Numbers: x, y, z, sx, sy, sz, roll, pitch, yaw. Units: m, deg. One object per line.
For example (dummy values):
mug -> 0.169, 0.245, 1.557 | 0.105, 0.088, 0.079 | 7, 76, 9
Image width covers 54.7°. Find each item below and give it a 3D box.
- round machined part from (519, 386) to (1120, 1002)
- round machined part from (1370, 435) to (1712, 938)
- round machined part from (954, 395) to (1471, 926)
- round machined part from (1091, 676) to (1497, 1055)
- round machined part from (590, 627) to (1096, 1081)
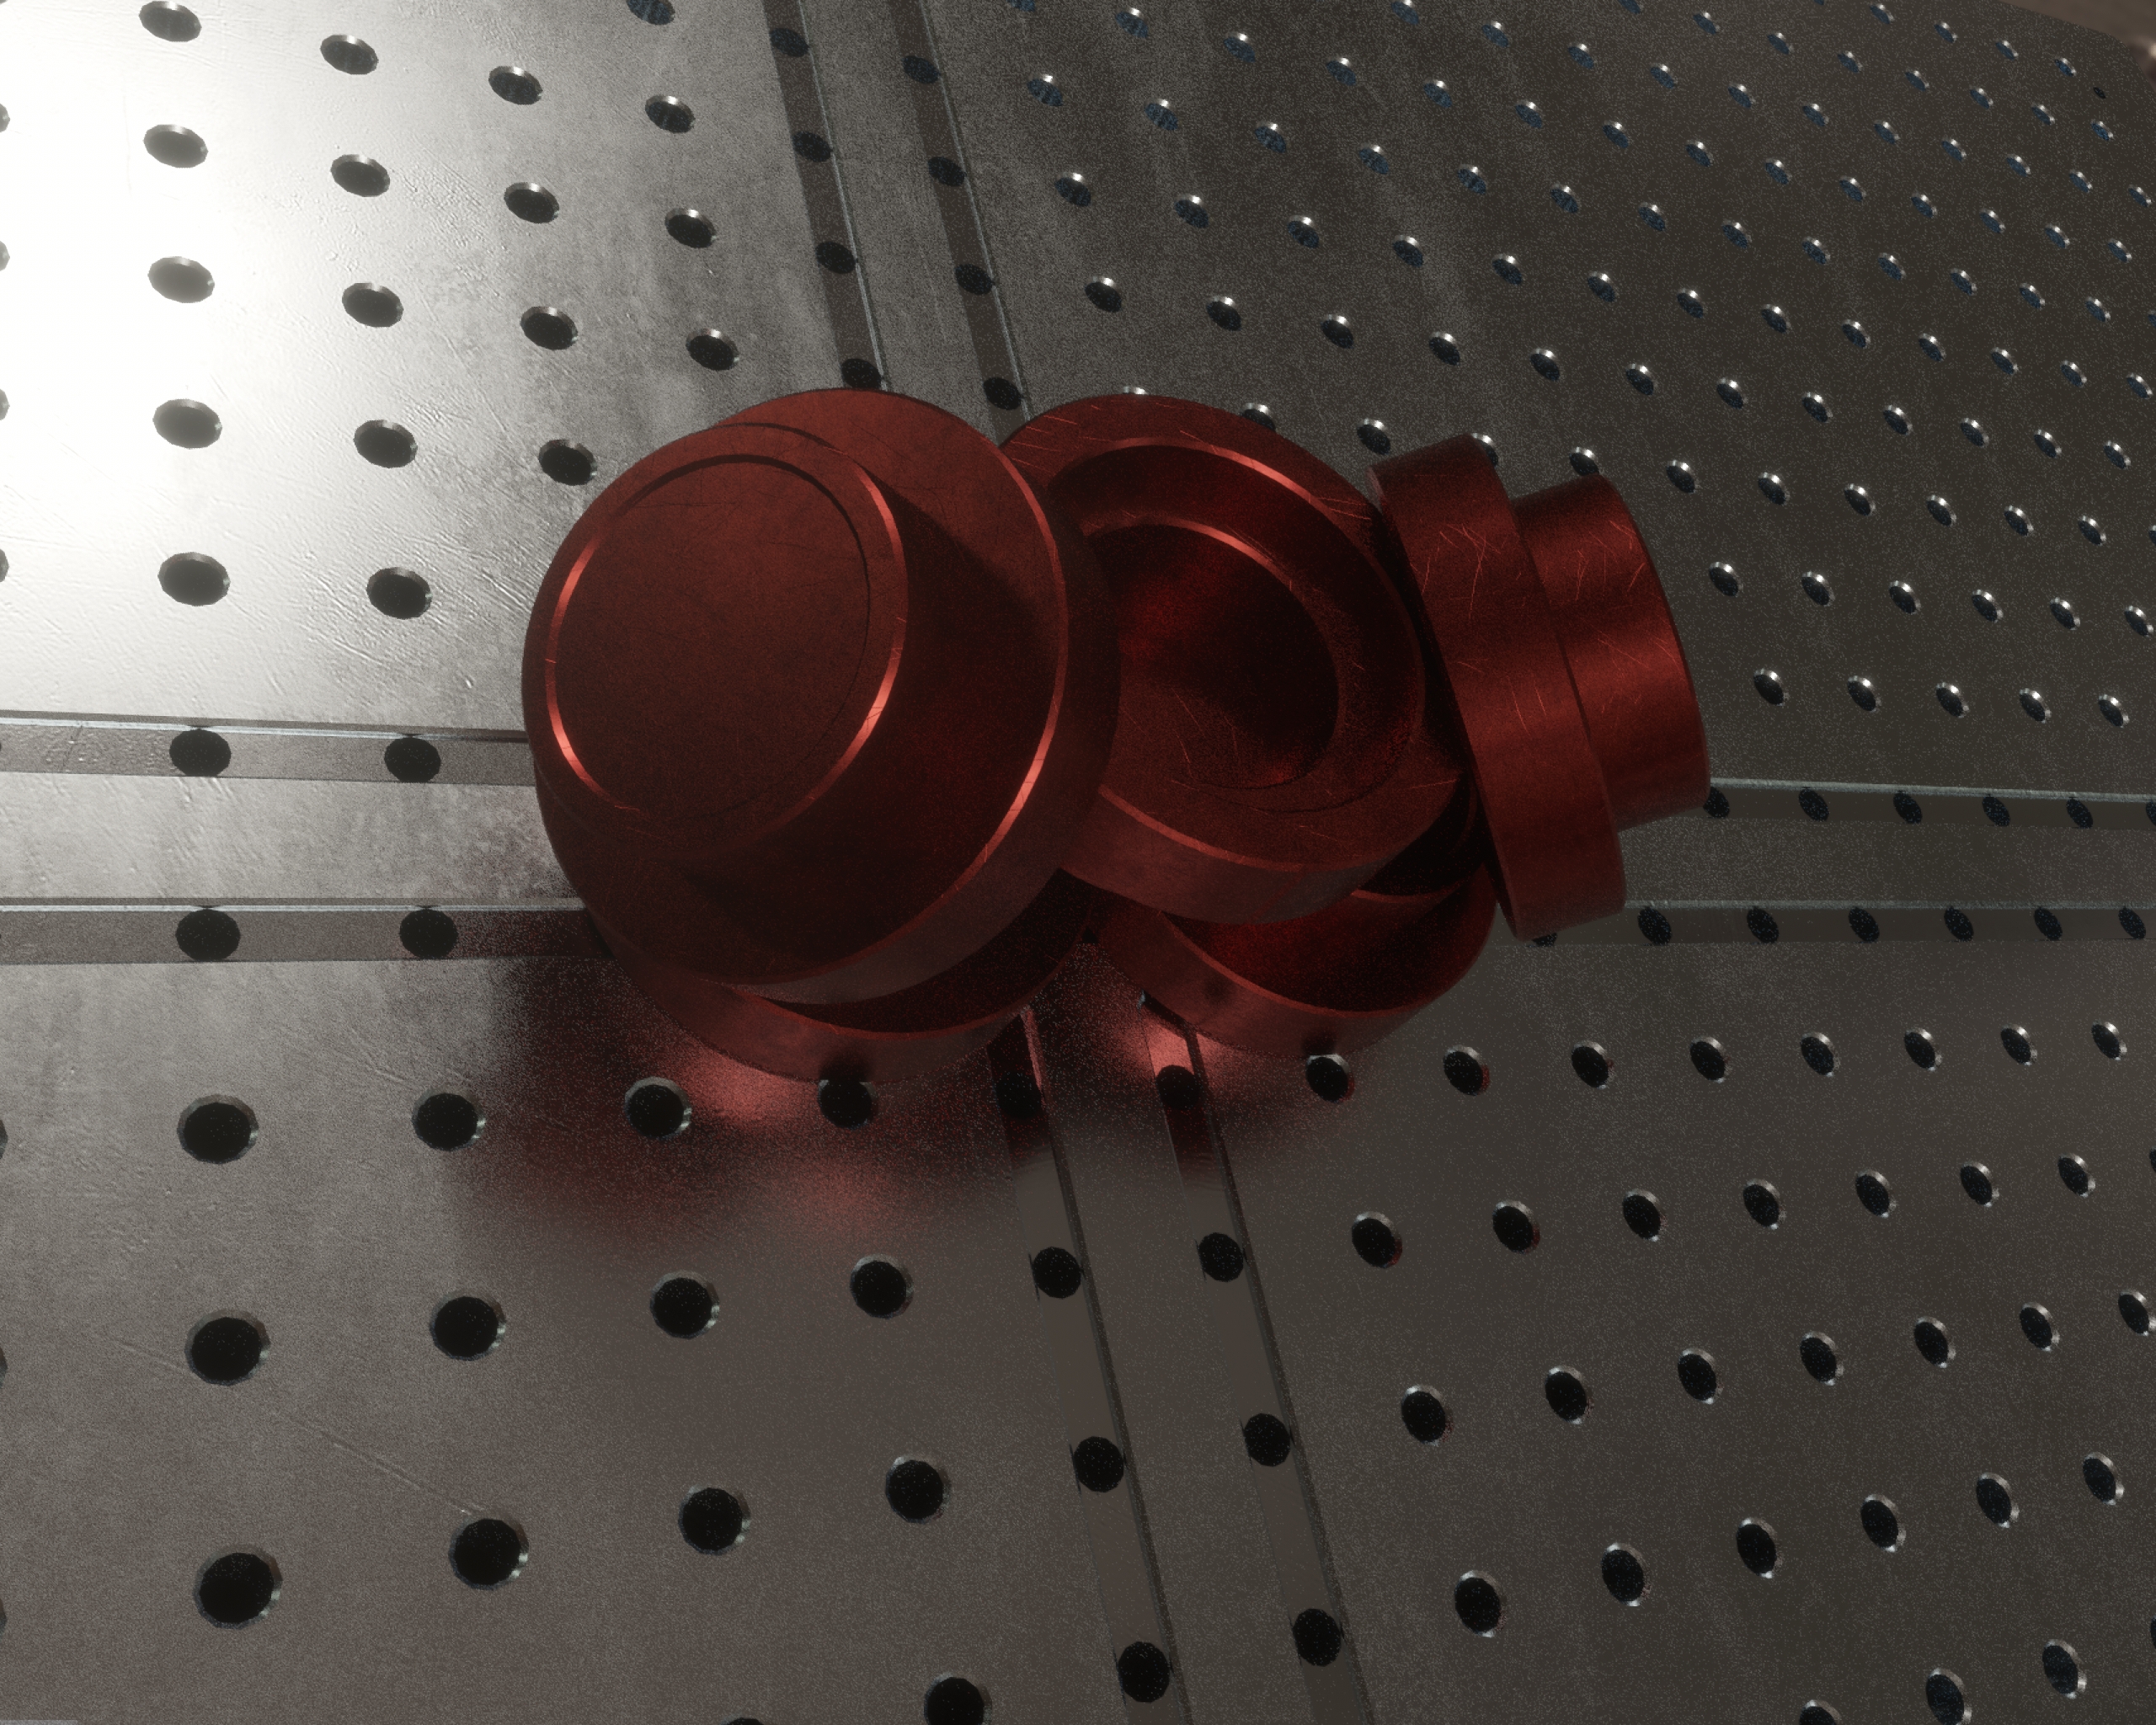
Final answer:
round machined part -> -0.047, -0.029, 0.326 | 0.042, 0.098, 0.098 | 28, 39, -62
round machined part -> 0.091, -0.037, 0.405 | 0.042, 0.098, 0.098 | -18, 65, 8
round machined part -> 0.017, -0.032, 0.372 | 0.099, 0.042, 0.098 | 14, 56, -21
round machined part -> 0.047, -0.013, 0.432 | 0.099, 0.042, 0.098 | 14, 56, -21
round machined part -> -0.040, -0.013, 0.384 | 0.099, 0.042, 0.098 | 14, 56, -21
